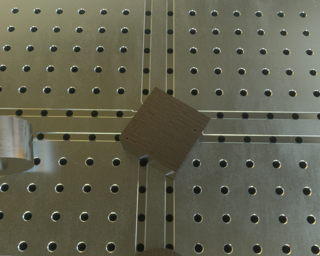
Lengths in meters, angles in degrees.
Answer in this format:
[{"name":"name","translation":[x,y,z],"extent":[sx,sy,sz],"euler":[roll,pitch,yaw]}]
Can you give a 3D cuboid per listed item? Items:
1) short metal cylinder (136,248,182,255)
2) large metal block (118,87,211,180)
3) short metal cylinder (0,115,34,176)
[{"name":"short metal cylinder","translation":[-0.001,0.172,0.335],"extent":[0.081,0.050,0.080],"euler":[0,70,0]},{"name":"large metal block","translation":[0.006,0.008,0.396],"extent":[0.080,0.050,0.080],"euler":[31,73,10]},{"name":"short metal cylinder","translation":[-0.196,0.024,0.372],"extent":[0.081,0.080,0.050],"euler":[-10,71,-4]}]
